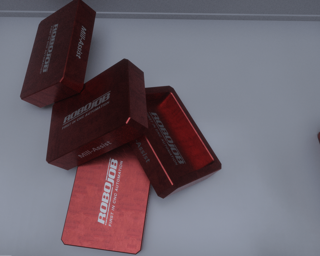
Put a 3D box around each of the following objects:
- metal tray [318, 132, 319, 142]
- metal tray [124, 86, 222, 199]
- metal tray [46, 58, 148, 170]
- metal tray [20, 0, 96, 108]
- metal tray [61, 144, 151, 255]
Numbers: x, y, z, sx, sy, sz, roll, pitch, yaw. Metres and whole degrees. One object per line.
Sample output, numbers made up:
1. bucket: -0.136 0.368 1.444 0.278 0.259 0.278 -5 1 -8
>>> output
1. metal tray: 0.236 0.051 0.357 0.030 0.090 0.130 -7 70 -2
2. metal tray: 0.008 0.010 0.377 0.091 0.030 0.130 -13 65 -44
3. metal tray: -0.076 -0.014 0.365 0.130 0.030 0.090 -25 53 27
4. metal tray: -0.135 -0.099 0.413 0.090 0.030 0.130 -13 62 34
5. metal tray: -0.058 0.079 0.378 0.091 0.030 0.130 7 70 2
